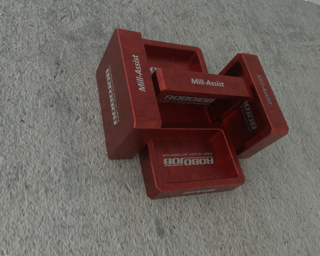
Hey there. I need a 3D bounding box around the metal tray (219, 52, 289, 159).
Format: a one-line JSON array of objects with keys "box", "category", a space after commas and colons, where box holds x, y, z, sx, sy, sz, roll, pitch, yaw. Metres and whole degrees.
[{"box": [0.120, -0.031, 0.447, 0.030, 0.090, 0.130, 1, 61, -28], "category": "metal tray"}]

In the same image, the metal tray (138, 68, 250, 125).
[{"box": [0.039, -0.034, 0.407, 0.131, 0.090, 0.030, 1, 63, -28], "category": "metal tray"}]

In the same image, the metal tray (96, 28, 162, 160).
[{"box": [-0.042, -0.038, 0.364, 0.030, 0.090, 0.130, 1, 62, -28], "category": "metal tray"}]

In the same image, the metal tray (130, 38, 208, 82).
[{"box": [0.010, -0.082, 0.457, 0.131, 0.030, 0.090, 0, 65, -28], "category": "metal tray"}]

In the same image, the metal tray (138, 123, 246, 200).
[{"box": [0.039, 0.039, 0.401, 0.131, 0.030, 0.090, 1, 60, -28], "category": "metal tray"}]
